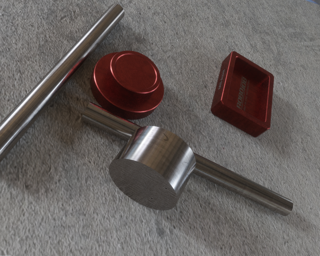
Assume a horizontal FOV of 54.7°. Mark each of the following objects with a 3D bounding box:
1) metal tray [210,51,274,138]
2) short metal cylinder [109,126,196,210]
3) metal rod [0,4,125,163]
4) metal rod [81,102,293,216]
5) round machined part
[{"bbox_3d":[0.139,-0.058,0.510,0.090,0.030,0.130,28,52,-11],"label":"metal tray"},{"bbox_3d":[-0.008,0.044,0.337,0.080,0.080,0.050,37,51,-4],"label":"short metal cylinder"},{"bbox_3d":[-0.117,-0.073,0.385,0.025,0.025,0.301,32,52,-8],"label":"metal rod"},{"bbox_3d":[0.044,0.045,0.399,0.301,0.025,0.025,26,53,-12],"label":"metal rod"},{"bbox_3d":[-0.039,-0.063,0.411,0.099,0.042,0.098,14,56,-21],"label":"round machined part"}]
